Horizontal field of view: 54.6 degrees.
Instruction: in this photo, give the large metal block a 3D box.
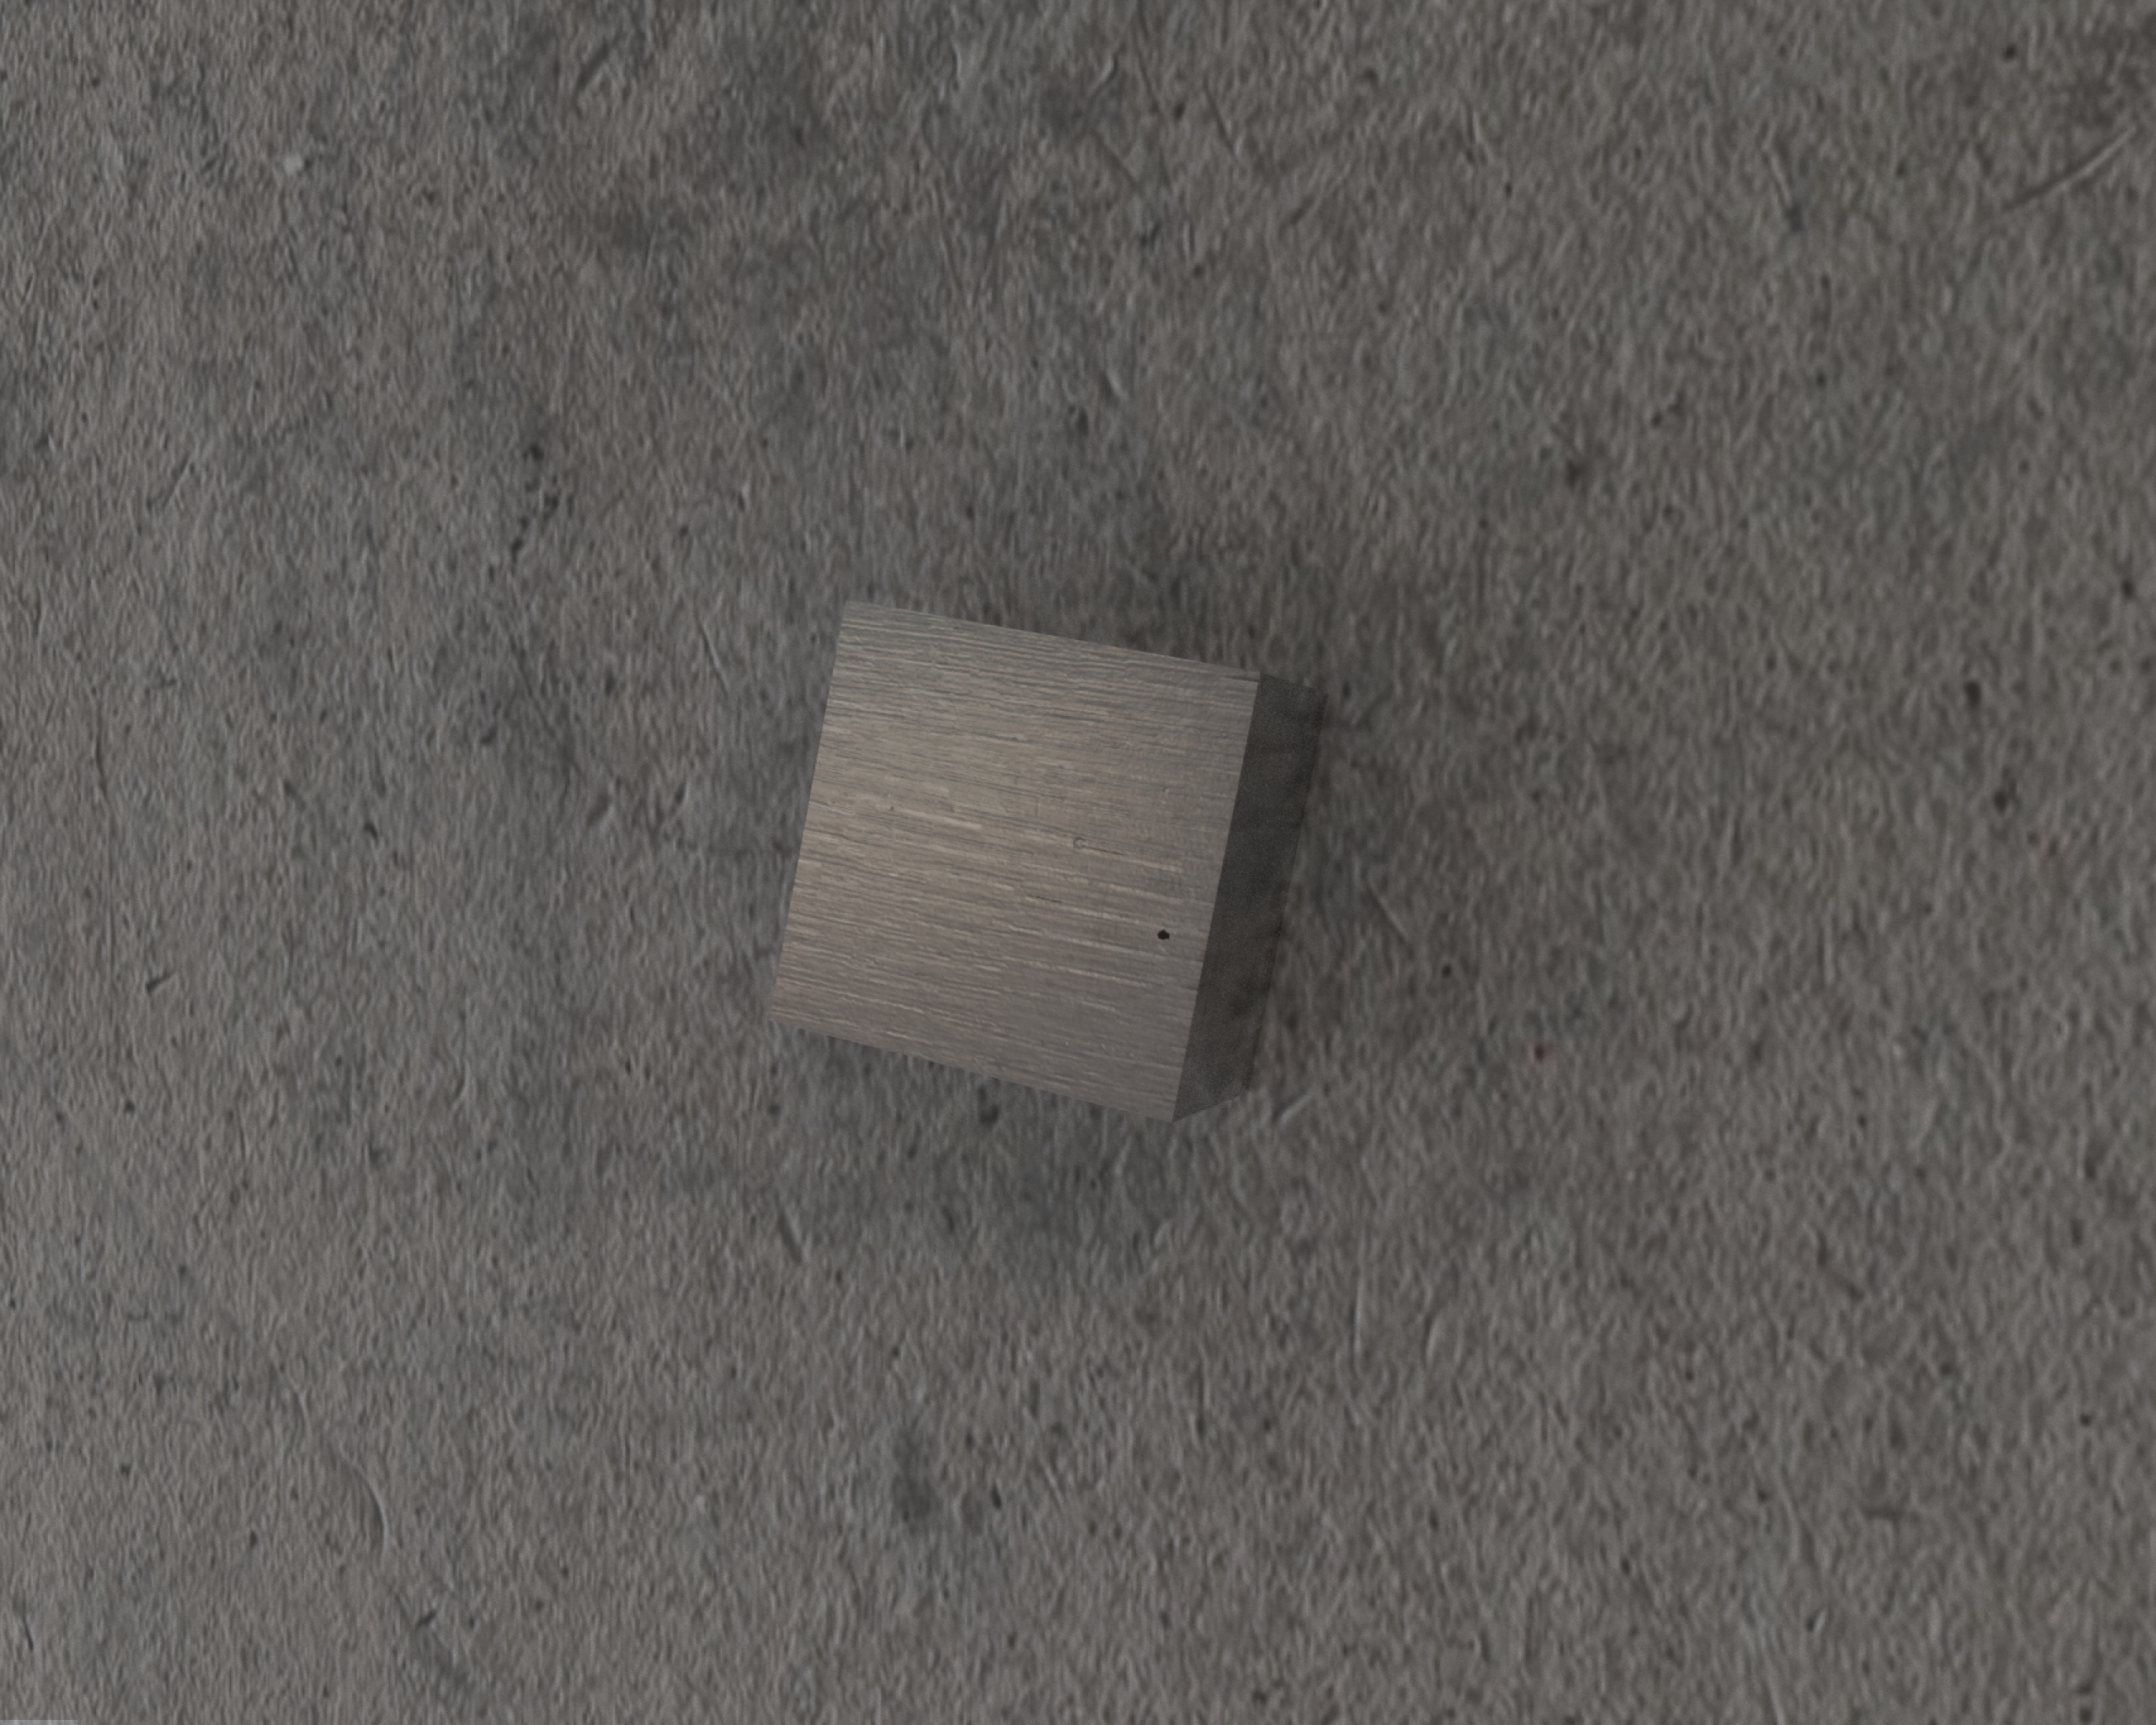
[{"bbox_3d":[-0.005,-0.002,0.398,0.080,0.050,0.080,12,94,19],"label":"large metal block"}]
